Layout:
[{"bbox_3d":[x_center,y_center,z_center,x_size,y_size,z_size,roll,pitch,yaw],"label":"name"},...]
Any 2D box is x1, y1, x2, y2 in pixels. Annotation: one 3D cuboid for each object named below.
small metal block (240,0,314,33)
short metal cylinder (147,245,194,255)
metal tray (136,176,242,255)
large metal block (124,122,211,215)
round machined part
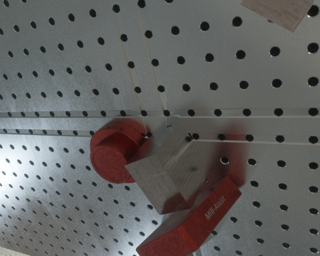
[{"bbox_3d":[0.104,-0.112,0.271,0.050,0.050,0.025,32,129,7],"label":"small metal block"},{"bbox_3d":[0.011,0.227,0.510,0.080,0.080,0.050,38,129,2],"label":"short metal cylinder"},{"bbox_3d":[0.040,0.117,0.392,0.030,0.131,0.090,54,129,7],"label":"metal tray"},{"bbox_3d":[0.013,0.051,0.400,0.050,0.080,0.080,-24,106,36],"label":"large metal block"},{"bbox_3d":[-0.064,0.044,0.461,0.098,0.042,0.097,13,124,21],"label":"round machined part"}]
